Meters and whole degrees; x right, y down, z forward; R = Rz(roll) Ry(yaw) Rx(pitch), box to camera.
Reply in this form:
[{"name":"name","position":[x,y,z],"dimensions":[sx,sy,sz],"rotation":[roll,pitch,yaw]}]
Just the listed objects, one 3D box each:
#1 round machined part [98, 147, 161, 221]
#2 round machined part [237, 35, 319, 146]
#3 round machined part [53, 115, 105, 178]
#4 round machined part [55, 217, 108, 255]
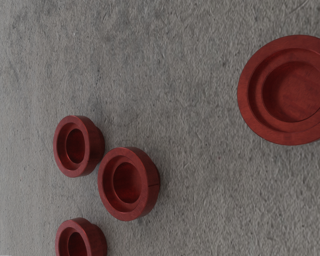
[{"name":"round machined part","position":[-0.038,0.074,0.425],"dimensions":[0.098,0.042,0.097],"rotation":[0,90,40]},{"name":"round machined part","position":[0.127,-0.033,0.289],"dimensions":[0.098,0.042,0.097],"rotation":[0,90,40]},{"name":"round machined part","position":[-0.126,0.029,0.499],"dimensions":[0.098,0.042,0.097],"rotation":[0,90,40]},{"name":"round machined part","position":[-0.122,0.192,0.495],"dimensions":[0.098,0.042,0.097],"rotation":[0,90,40]}]
